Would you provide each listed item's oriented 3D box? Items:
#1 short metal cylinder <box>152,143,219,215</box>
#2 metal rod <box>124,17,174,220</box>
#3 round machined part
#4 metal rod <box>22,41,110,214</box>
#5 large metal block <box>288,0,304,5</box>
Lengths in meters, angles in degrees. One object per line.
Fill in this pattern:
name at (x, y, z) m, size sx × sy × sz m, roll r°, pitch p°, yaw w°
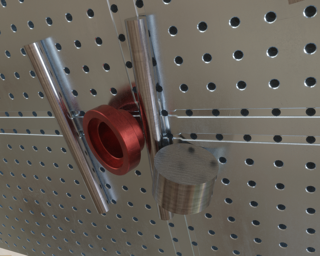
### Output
short metal cylinder at (0.031, 0.063, 0.397) m, size 0.080 × 0.080 × 0.050 m, roll 17°, pitch 125°, yaw 18°
metal rod at (-0.009, 0.007, 0.418) m, size 0.025 × 0.025 × 0.298 m, roll 6°, pitch 121°, yaw 25°
round machined part at (-0.059, 0.013, 0.425) m, size 0.098 × 0.042 × 0.097 m, roll 28°, pitch 134°, yaw 35°
metal rod at (-0.139, 0.013, 0.490) m, size 0.025 × 0.025 × 0.298 m, roll -3°, pitch 117°, yaw 29°
large metal block at (0.134, -0.149, 0.232) m, size 0.080 × 0.050 × 0.080 m, roll -8°, pitch 115°, yaw 31°
